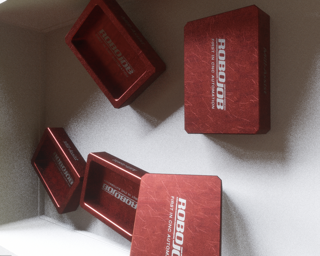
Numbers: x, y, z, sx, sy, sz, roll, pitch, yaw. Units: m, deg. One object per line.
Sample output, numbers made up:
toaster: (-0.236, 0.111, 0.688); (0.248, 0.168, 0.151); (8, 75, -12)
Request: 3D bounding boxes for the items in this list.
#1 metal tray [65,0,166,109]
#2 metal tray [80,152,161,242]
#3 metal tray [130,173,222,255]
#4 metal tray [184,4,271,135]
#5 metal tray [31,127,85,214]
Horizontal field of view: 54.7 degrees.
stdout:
metal tray: (-0.064, -0.103, 0.427); (0.090, 0.030, 0.130); (-40, 85, 33)
metal tray: (-0.060, 0.096, 0.450); (0.130, 0.030, 0.089); (19, 102, 38)
metal tray: (0.019, 0.115, 0.328); (0.090, 0.030, 0.130); (0, 61, 13)
metal tray: (0.072, -0.058, 0.343); (0.090, 0.030, 0.129); (0, 90, 39)
metal tray: (-0.174, 0.072, 0.543); (0.130, 0.030, 0.089); (48, 118, 29)
